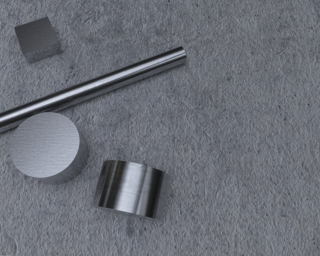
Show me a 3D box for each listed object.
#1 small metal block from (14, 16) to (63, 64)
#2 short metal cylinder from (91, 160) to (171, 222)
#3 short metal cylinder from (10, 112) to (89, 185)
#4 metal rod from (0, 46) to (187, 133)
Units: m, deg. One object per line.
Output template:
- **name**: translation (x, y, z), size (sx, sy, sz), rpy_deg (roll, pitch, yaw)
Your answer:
- **small metal block**: translation (-0.178, -0.129, 0.454), size (0.050, 0.025, 0.050), rpy_deg (-22, 72, -8)
- **short metal cylinder**: translation (-0.032, 0.073, 0.352), size (0.080, 0.080, 0.050), rpy_deg (11, 71, 4)
- **short metal cylinder**: translation (-0.134, 0.027, 0.384), size (0.081, 0.050, 0.080), rpy_deg (0, 70, 0)
- **metal rod**: translation (-0.105, -0.050, 0.425), size (0.302, 0.025, 0.025), rpy_deg (-22, 72, -8)
